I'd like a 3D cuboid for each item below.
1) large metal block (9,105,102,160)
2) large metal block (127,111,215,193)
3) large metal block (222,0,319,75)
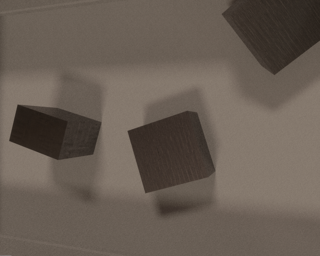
[{"bbox_3d":[-0.142,0.004,0.430,0.080,0.080,0.050,17,96,19],"label":"large metal block"},{"bbox_3d":[0.016,0.030,0.391,0.080,0.050,0.080,-18,84,18],"label":"large metal block"},{"bbox_3d":[0.127,-0.118,0.335,0.080,0.050,0.080,-39,107,16],"label":"large metal block"}]
